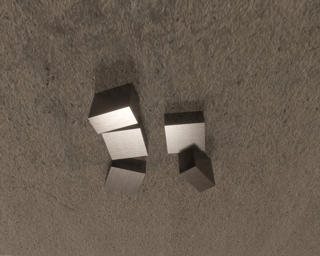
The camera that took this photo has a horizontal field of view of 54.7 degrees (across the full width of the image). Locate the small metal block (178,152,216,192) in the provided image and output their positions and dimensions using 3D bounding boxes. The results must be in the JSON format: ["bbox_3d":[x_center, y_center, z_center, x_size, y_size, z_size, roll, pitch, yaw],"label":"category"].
[{"bbox_3d":[0.051,0.054,0.438,0.025,0.050,0.050,-31,124,23],"label":"small metal block"}]

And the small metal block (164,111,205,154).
[{"bbox_3d":[0.033,0.006,0.413,0.050,0.025,0.050,-5,130,3],"label":"small metal block"}]

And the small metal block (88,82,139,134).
[{"bbox_3d":[-0.053,-0.024,0.369,0.050,0.050,0.025,-15,129,12],"label":"small metal block"}]

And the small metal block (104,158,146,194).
[{"bbox_3d":[-0.053,0.070,0.466,0.050,0.025,0.050,14,129,-12],"label":"small metal block"}]

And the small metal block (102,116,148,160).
[{"bbox_3d":[-0.046,0.014,0.419,0.050,0.025,0.050,-8,130,6],"label":"small metal block"}]
